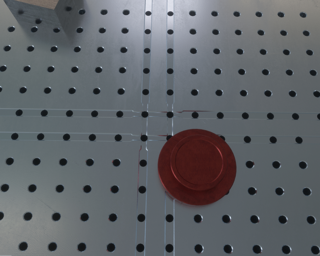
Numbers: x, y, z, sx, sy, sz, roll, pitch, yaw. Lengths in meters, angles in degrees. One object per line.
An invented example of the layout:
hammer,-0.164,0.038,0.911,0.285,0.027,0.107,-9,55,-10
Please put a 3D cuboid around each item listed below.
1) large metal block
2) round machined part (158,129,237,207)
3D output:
large metal block,-0.175,-0.203,0.471,0.080,0.050,0.080,15,71,5
round machined part,0.046,0.047,0.386,0.099,0.042,0.098,0,70,0
